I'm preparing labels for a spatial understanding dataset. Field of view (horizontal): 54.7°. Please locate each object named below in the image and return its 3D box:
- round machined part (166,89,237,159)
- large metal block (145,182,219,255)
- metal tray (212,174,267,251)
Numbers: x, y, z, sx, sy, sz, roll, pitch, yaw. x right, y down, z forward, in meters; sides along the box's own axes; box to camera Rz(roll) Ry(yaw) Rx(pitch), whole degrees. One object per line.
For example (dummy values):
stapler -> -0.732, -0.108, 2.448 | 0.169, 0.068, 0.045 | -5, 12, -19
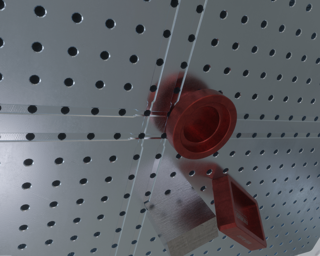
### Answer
round machined part -> 0.052, -0.009, 0.423 | 0.099, 0.042, 0.097 | -14, 124, -21
large metal block -> 0.033, 0.143, 0.482 | 0.081, 0.080, 0.050 | -23, 127, -14
metal tray -> 0.138, 0.148, 0.534 | 0.030, 0.090, 0.130 | -25, 135, 27
